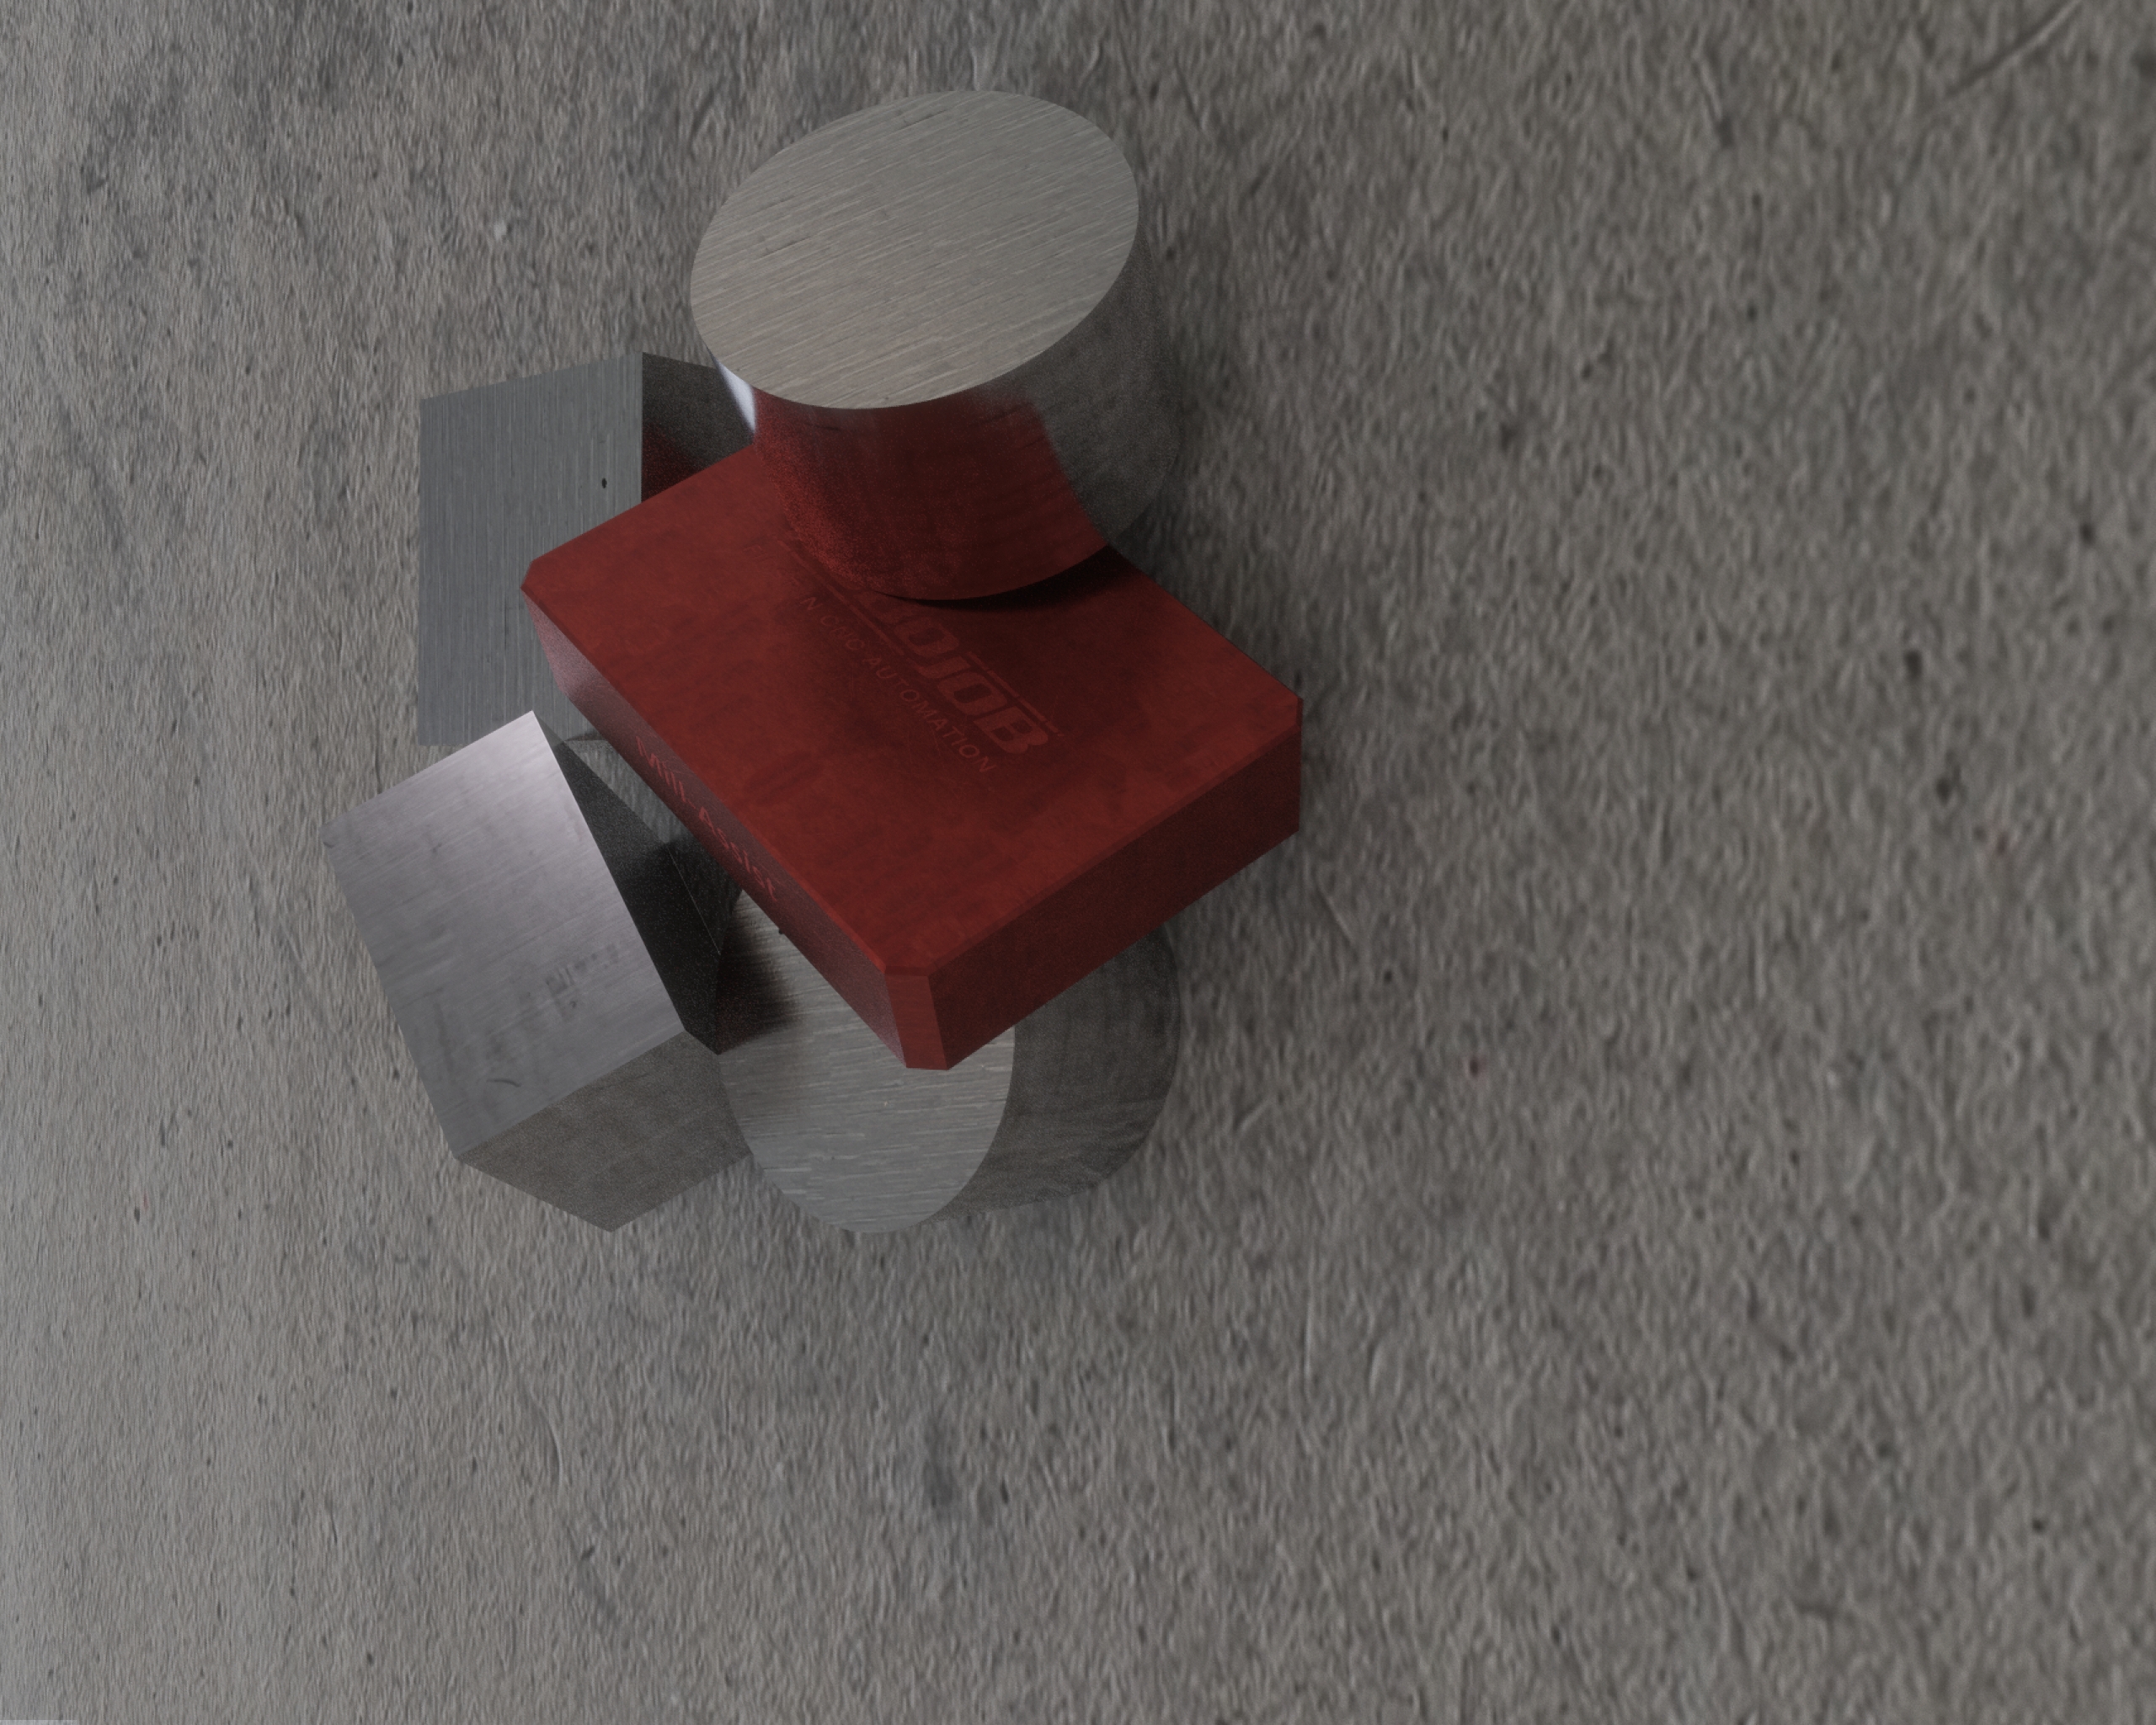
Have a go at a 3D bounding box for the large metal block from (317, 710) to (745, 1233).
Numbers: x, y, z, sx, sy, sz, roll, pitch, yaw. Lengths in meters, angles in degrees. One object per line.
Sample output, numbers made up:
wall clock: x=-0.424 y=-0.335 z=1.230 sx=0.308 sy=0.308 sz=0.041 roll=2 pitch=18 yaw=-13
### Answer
large metal block: x=-0.109 y=0.026 z=0.452 sx=0.050 sy=0.080 sz=0.080 roll=-30 pitch=68 yaw=-2

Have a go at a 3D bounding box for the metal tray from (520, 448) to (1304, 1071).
metal tray: x=-0.032 y=-0.032 z=0.392 sx=0.130 sy=0.091 sz=0.030 roll=43 pitch=156 yaw=31

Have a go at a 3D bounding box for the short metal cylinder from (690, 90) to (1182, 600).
short metal cylinder: x=-0.024 y=-0.095 z=0.384 sx=0.080 sy=0.050 sz=0.080 roll=-6 pitch=57 yaw=9

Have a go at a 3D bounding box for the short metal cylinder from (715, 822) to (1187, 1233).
short metal cylinder: x=-0.026 y=0.030 z=0.412 sx=0.080 sy=0.050 sz=0.080 roll=0 pitch=90 yaw=40

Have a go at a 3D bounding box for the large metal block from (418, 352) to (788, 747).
large metal block: x=-0.105 y=-0.066 z=0.474 sx=0.080 sy=0.050 sz=0.080 roll=1 pitch=91 yaw=40
